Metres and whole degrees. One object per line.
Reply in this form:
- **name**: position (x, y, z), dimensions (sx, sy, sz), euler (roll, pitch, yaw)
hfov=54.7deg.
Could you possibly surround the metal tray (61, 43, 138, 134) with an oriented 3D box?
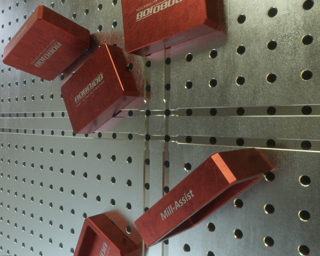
- **metal tray**: position (-0.100, -0.057, 0.486), dimensions (0.130, 0.030, 0.090), euler (-34, 69, 34)

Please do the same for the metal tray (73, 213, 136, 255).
- **metal tray**: position (-0.095, 0.213, 0.481), dimensions (0.090, 0.030, 0.129), euler (31, 109, 35)

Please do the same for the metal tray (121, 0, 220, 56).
- **metal tray**: position (0.008, -0.154, 0.398), dimensions (0.130, 0.030, 0.089), euler (-9, 85, 39)

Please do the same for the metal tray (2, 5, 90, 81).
- **metal tray**: position (-0.190, -0.135, 0.516), dimensions (0.130, 0.090, 0.030), euler (-28, 56, 36)

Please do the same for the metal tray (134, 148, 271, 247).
- **metal tray**: position (0.044, 0.073, 0.328), dimensions (0.129, 0.091, 0.030), euler (-47, 63, 29)
